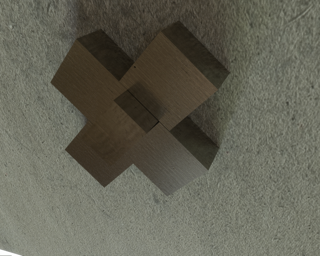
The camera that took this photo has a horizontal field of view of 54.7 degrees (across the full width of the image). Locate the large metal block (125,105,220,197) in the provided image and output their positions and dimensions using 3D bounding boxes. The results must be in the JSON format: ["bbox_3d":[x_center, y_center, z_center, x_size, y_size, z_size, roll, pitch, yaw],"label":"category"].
[{"bbox_3d":[0.015,0.030,0.401,0.080,0.050,0.080,45,129,-4],"label":"large metal block"}]

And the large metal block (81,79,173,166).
[{"bbox_3d":[-0.038,-0.010,0.385,0.050,0.080,0.080,45,129,-4],"label":"large metal block"}]

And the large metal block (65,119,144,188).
[{"bbox_3d":[-0.076,0.027,0.446,0.080,0.050,0.080,45,129,-4],"label":"large metal block"}]

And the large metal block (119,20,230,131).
[{"bbox_3d":[0.016,-0.057,0.346,0.080,0.050,0.080,45,129,-4],"label":"large metal block"}]

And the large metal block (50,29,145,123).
[{"bbox_3d":[-0.078,-0.063,0.392,0.080,0.050,0.080,45,129,-4],"label":"large metal block"}]
